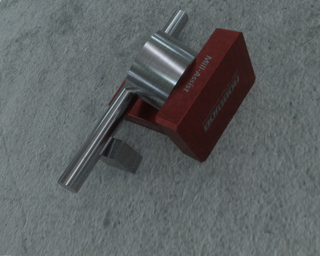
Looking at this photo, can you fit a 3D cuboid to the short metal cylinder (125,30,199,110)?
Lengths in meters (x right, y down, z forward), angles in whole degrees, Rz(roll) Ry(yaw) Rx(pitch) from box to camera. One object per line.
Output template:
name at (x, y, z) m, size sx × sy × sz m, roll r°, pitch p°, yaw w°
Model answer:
short metal cylinder at (0.003, -0.065, 0.360) m, size 0.050 × 0.080 × 0.080 m, roll 33°, pitch 78°, yaw 4°

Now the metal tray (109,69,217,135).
metal tray at (0.003, -0.042, 0.425) m, size 0.130 × 0.030 × 0.090 m, roll 20°, pitch 72°, yaw 35°

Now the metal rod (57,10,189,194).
metal rod at (-0.034, -0.052, 0.404) m, size 0.025 × 0.025 × 0.300 m, roll 11°, pitch 58°, yaw 32°

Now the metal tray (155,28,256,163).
metal tray at (0.058, -0.035, 0.354) m, size 0.030 × 0.090 × 0.130 m, roll 25°, pitch 75°, yaw 36°

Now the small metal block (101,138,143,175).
small metal block at (-0.058, 0.033, 0.398) m, size 0.050 × 0.050 × 0.025 m, roll 14°, pitch 69°, yaw 33°
